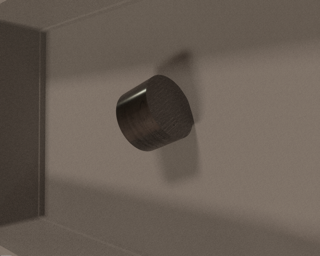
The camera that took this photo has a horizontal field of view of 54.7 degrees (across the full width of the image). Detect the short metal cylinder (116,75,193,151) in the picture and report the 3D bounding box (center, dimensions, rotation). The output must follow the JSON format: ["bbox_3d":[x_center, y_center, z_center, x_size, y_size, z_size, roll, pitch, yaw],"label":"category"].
[{"bbox_3d":[-0.006,-0.017,0.374,0.050,0.081,0.080,-25,75,37],"label":"short metal cylinder"}]
